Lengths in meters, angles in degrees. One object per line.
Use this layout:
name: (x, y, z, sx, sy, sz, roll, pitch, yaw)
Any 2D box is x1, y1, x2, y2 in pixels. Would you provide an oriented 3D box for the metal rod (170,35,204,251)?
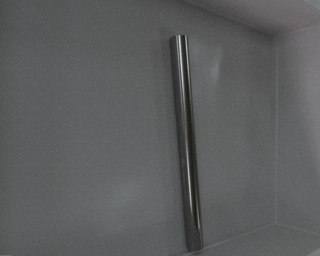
metal rod: (0.038, 0.024, 0.437, 0.025, 0.025, 0.298, -8, 95, -40)
